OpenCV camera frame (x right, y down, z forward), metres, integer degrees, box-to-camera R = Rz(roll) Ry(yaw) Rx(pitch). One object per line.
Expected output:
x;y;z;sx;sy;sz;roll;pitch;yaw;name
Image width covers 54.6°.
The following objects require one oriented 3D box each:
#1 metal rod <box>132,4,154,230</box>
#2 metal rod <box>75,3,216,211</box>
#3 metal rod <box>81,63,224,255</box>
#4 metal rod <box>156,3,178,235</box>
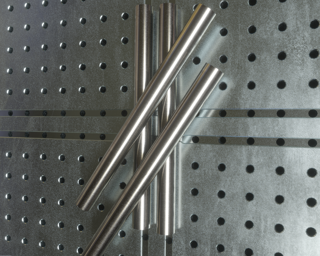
-0.023;-0.014;0.422;0.025;0.025;0.298;1;90;20;metal rod
-0.024;-0.017;0.396;0.025;0.025;0.299;36;101;16;metal rod
-0.015;0.053;0.392;0.025;0.025;0.299;36;101;16;metal rod
0.009;-0.012;0.410;0.025;0.025;0.298;1;90;20;metal rod
